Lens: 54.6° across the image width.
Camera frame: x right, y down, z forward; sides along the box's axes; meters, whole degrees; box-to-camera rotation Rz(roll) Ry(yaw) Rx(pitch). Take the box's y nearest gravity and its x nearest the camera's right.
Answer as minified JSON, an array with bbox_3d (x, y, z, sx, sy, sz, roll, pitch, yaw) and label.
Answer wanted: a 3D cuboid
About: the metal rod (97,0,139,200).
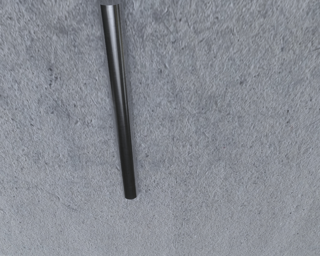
[{"bbox_3d":[-0.048,-0.010,0.398,0.025,0.025,0.298,0,130,0],"label":"metal rod"}]
